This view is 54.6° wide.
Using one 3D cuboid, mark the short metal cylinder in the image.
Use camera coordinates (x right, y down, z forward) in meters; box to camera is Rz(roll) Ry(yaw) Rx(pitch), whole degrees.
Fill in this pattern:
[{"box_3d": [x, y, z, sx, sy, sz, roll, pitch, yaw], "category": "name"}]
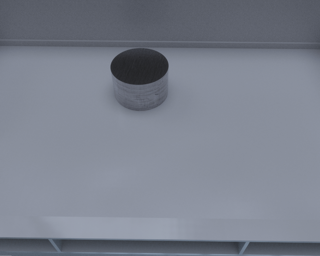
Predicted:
[{"box_3d": [-0.028, -0.071, 0.449, 0.080, 0.050, 0.080, 0, 50, 0], "category": "short metal cylinder"}]
